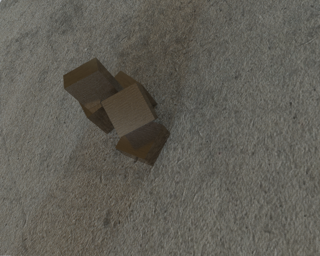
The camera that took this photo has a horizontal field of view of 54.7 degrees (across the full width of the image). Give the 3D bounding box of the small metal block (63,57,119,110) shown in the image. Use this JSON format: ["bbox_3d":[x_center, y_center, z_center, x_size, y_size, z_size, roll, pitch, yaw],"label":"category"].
[{"bbox_3d":[-0.089,-0.057,0.405,0.050,0.050,0.025,-26,53,12],"label":"small metal block"}]

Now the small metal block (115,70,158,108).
[{"bbox_3d":[-0.037,-0.048,0.437,0.025,0.050,0.050,-49,52,-6],"label":"small metal block"}]

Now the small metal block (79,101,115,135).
[{"bbox_3d":[-0.089,-0.025,0.450,0.025,0.050,0.050,-38,51,2],"label":"small metal block"}]

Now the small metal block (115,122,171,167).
[{"bbox_3d":[-0.022,0.017,0.405,0.050,0.025,0.050,17,71,34],"label":"small metal block"}]

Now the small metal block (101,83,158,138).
[{"bbox_3d":[-0.037,-0.022,0.389,0.050,0.025,0.050,-28,90,10],"label":"small metal block"}]
